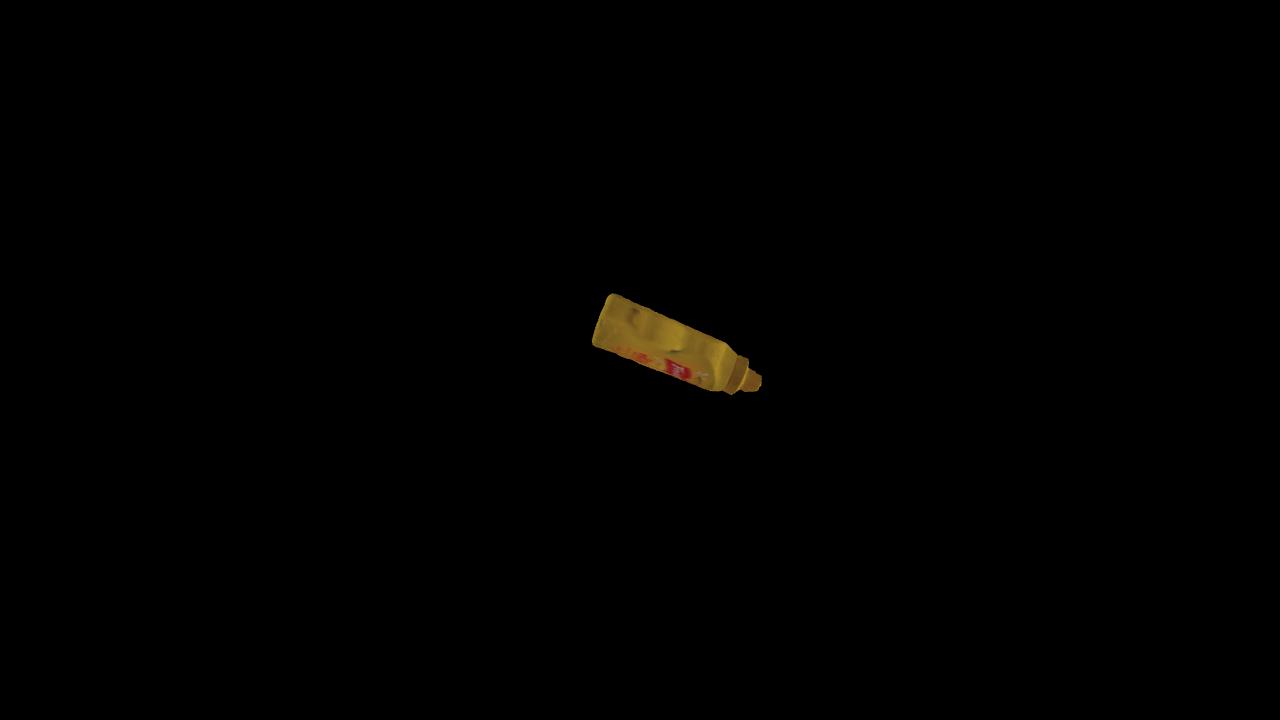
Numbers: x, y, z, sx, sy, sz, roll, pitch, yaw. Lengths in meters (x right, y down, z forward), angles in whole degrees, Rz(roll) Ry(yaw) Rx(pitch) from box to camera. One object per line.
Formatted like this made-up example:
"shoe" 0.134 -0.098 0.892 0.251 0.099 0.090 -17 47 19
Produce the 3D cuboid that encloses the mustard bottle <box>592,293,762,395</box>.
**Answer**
"mustard bottle" 0.043 -0.009 0.648 0.184 0.054 0.092 22 -23 -2
